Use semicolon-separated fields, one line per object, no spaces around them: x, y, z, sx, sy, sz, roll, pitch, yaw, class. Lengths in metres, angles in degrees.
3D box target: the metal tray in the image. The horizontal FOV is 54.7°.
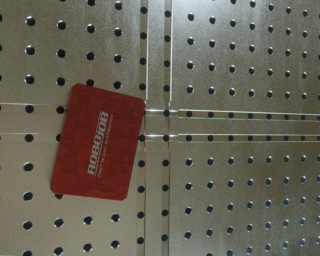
-0.076;0.019;0.383;0.091;0.030;0.129;12;86;-20;metal tray
